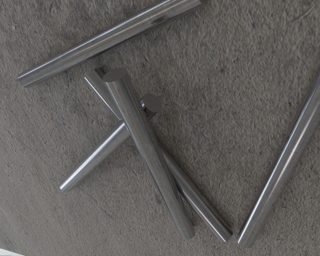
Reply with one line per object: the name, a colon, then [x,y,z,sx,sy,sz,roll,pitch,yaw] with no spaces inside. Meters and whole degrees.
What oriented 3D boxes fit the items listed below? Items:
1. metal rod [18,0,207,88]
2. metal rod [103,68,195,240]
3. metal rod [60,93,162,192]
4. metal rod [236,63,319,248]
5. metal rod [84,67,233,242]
metal rod: [-0.081,-0.102,0.386,0.300,0.025,0.025,-14,111,33]
metal rod: [0.000,0.056,0.393,0.025,0.025,0.299,2,135,27]
metal rod: [-0.089,0.038,0.454,0.025,0.025,0.299,46,136,-4]
metal rod: [0.143,0.040,0.355,0.025,0.025,0.298,21,127,15]
metal rod: [0.003,0.042,0.431,0.025,0.025,0.300,-32,101,38]
